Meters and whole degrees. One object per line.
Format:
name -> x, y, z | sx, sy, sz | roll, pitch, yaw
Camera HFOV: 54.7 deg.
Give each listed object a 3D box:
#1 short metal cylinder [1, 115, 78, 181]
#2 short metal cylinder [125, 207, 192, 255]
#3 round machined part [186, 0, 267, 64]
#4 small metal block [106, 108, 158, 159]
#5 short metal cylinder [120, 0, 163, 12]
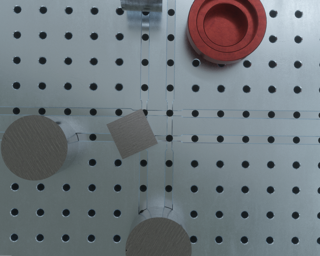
short metal cylinder -> -0.152, 0.024, 0.400 | 0.081, 0.050, 0.080 | 0, 90, 0
short metal cylinder -> -0.002, 0.148, 0.401 | 0.081, 0.050, 0.080 | 0, 90, 0
round machined part -> 0.084, -0.132, 0.405 | 0.099, 0.042, 0.097 | 0, 90, 0
small metal block -> -0.036, 0.008, 0.413 | 0.050, 0.025, 0.050 | -25, 90, 0
short metal cylinder -> -0.020, -0.187, 0.385 | 0.050, 0.080, 0.080 | 3, 90, 0
